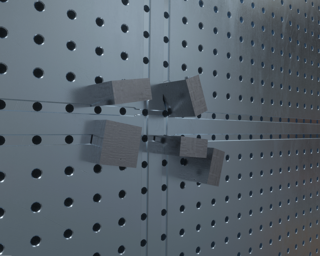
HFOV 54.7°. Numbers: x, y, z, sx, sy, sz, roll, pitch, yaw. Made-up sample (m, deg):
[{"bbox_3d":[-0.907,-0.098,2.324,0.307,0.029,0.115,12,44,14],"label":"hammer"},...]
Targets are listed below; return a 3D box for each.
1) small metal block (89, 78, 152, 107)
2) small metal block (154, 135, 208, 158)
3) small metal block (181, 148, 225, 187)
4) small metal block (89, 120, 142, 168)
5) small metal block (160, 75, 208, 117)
[{"bbox_3d":[-0.046,-0.041,0.356,0.050,0.050,0.025,-12,98,-40],"label":"small metal block"},{"bbox_3d":[0.028,0.025,0.419,0.050,0.050,0.025,8,85,-40],"label":"small metal block"},{"bbox_3d":[0.062,0.054,0.447,0.025,0.050,0.050,21,77,-39],"label":"small metal block"},{"bbox_3d":[-0.052,0.019,0.367,0.050,0.025,0.050,13,82,-40],"label":"small metal block"},{"bbox_3d":[0.032,-0.042,0.422,0.025,0.050,0.050,-27,107,-37],"label":"small metal block"}]
